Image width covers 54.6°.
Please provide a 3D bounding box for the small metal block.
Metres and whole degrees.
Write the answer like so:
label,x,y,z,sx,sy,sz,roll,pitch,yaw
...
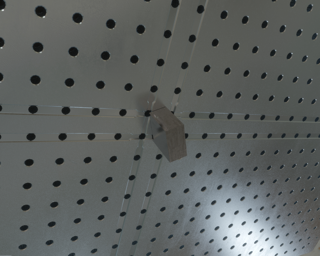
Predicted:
label,x,y,z,sx,sy,sz,roll,pitch,yaw
small metal block,0.010,0.008,0.405,0.025,0.050,0.050,-21,127,-16
